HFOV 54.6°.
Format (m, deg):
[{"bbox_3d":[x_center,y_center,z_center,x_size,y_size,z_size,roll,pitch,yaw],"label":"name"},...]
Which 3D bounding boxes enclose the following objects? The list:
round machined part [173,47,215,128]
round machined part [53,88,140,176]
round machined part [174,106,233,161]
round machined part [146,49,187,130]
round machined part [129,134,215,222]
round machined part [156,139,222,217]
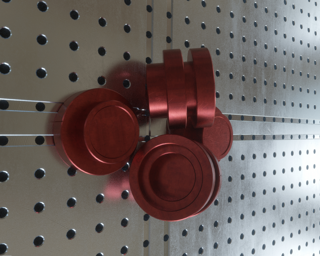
[{"bbox_3d":[0.038,-0.048,0.384,0.042,0.098,0.097,-4,94,0],"label":"round machined part"},{"bbox_3d":[-0.062,0.004,0.344,0.099,0.042,0.097,0,90,-40],"label":"round machined part"},{"bbox_3d":[0.070,0.012,0.456,0.099,0.042,0.097,0,90,-40],"label":"round machined part"},{"bbox_3d":[0.006,-0.046,0.381,0.042,0.098,0.097,-4,94,0],"label":"round machined part"},{"bbox_3d":[0.017,0.058,0.369,0.042,0.098,0.098,25,71,-71],"label":"round machined part"},{"bbox_3d":[0.030,0.063,0.398,0.042,0.098,0.098,27,70,-70],"label":"round machined part"}]
